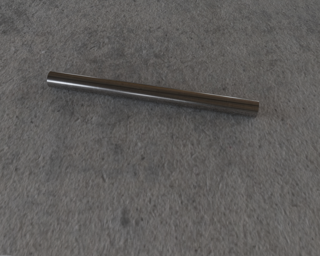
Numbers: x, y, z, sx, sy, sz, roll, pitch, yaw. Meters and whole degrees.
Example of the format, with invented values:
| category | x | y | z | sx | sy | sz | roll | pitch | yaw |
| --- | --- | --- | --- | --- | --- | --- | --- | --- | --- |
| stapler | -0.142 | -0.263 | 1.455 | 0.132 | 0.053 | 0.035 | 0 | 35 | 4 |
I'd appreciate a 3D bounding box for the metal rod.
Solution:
| category | x | y | z | sx | sy | sz | roll | pitch | yaw |
| --- | --- | --- | --- | --- | --- | --- | --- | --- | --- |
| metal rod | -0.014 | -0.049 | 0.444 | 0.302 | 0.025 | 0.025 | 9 | 51 | 7 |
